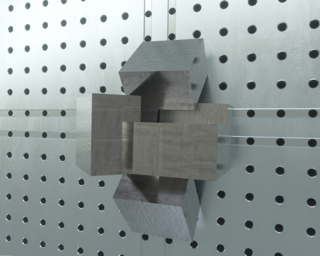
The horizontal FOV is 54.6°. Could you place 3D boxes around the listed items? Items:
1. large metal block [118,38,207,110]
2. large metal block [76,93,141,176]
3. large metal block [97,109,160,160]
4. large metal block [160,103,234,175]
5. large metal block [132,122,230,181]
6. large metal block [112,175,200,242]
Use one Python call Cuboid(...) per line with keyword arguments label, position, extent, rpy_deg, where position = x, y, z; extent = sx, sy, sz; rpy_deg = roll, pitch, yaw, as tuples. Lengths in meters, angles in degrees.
Cuboid(label="large metal block", position=(0.008, -0.066, 0.373), extent=(0.080, 0.080, 0.050), rpy_deg=(2, 129, 20))
Cuboid(label="large metal block", position=(-0.060, 0.006, 0.343), extent=(0.050, 0.080, 0.080), rpy_deg=(1, 91, -25))
Cuboid(label="large metal block", position=(-0.035, 0.006, 0.412), extent=(0.080, 0.050, 0.080), rpy_deg=(7, 93, 20))
Cuboid(label="large metal block", position=(0.045, 0.011, 0.383), extent=(0.080, 0.050, 0.080), rpy_deg=(3, 91, 20))
Cuboid(label="large metal block", position=(0.026, 0.020, 0.321), extent=(0.080, 0.080, 0.050), rpy_deg=(2, 91, 20))
Cuboid(label="large metal block", position=(0.000, 0.091, 0.378), extent=(0.080, 0.050, 0.080), rpy_deg=(2, 136, 20))
